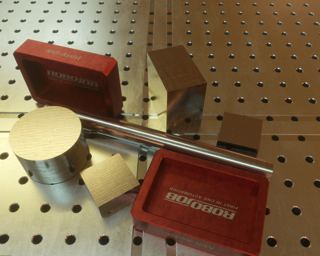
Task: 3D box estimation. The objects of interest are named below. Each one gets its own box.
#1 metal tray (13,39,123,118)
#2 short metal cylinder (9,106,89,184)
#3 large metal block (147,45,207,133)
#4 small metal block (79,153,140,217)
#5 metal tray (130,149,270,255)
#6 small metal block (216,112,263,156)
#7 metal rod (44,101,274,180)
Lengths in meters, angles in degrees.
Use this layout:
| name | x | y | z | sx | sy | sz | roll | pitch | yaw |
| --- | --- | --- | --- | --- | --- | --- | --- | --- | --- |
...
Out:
| name | x | y | z | sx | sy | sz | roll | pitch | yaw |
| --- | --- | --- | --- | --- | --- | --- | --- | --- | --- |
| metal tray | -0.119 | -0.062 | 0.415 | 0.131 | 0.090 | 0.030 | 14 | 52 | 12 |
| short metal cylinder | -0.131 | 0.020 | 0.373 | 0.080 | 0.050 | 0.080 | 0 | 50 | 0 |
| large metal block | 0.020 | -0.051 | 0.417 | 0.050 | 0.080 | 0.080 | -14 | 52 | -12 |
| small metal block | -0.057 | 0.064 | 0.354 | 0.050 | 0.025 | 0.050 | -26 | 55 | -20 |
| metal tray | 0.045 | 0.080 | 0.336 | 0.131 | 0.030 | 0.090 | 14 | 52 | 11 |
| small metal block | 0.102 | 0.010 | 0.399 | 0.050 | 0.025 | 0.050 | 13 | 51 | 11 |
| metal rod | -0.012 | 0.013 | 0.396 | 0.301 | 0.025 | 0.025 | 15 | 52 | 12 |
